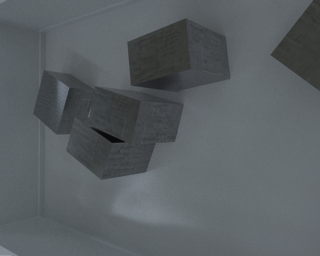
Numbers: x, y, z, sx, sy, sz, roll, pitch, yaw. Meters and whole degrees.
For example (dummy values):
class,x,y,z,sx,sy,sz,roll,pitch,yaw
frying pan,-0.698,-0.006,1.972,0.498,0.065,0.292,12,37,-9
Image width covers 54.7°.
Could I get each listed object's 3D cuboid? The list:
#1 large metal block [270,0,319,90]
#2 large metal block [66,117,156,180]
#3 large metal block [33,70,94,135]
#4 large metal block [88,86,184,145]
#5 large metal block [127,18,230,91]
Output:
class,x,y,z,sx,sy,sz,roll,pitch,yaw
large metal block,0.149,-0.050,0.247,0.080,0.081,0.050,49,119,28
large metal block,-0.066,0.024,0.423,0.080,0.081,0.050,30,108,36
large metal block,-0.162,-0.043,0.521,0.080,0.050,0.079,32,110,35
large metal block,-0.030,-0.017,0.394,0.080,0.081,0.050,21,103,38
large metal block,0.022,-0.076,0.351,0.080,0.081,0.050,-8,85,39
